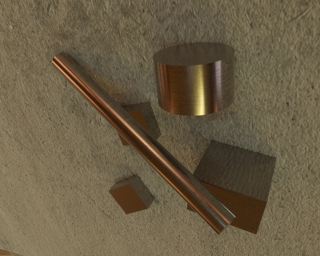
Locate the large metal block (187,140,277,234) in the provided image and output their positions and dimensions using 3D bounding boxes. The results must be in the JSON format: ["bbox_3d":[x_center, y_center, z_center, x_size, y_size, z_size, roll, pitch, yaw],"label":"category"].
[{"bbox_3d":[0.086,0.065,0.366,0.080,0.080,0.050,16,125,19],"label":"large metal block"}]

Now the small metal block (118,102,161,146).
[{"bbox_3d":[-0.032,-0.005,0.419,0.050,0.025,0.050,-6,116,30],"label":"small metal block"}]

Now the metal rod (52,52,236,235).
[{"bbox_3d":[-0.035,0.002,0.361,0.300,0.025,0.025,43,132,24],"label":"metal rod"}]

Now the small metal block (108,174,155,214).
[{"bbox_3d":[-0.045,0.106,0.495,0.050,0.025,0.050,-25,105,36],"label":"small metal block"}]

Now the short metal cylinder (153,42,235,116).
[{"bbox_3d":[0.036,-0.053,0.319,0.080,0.080,0.050,7,122,24],"label":"short metal cylinder"}]
